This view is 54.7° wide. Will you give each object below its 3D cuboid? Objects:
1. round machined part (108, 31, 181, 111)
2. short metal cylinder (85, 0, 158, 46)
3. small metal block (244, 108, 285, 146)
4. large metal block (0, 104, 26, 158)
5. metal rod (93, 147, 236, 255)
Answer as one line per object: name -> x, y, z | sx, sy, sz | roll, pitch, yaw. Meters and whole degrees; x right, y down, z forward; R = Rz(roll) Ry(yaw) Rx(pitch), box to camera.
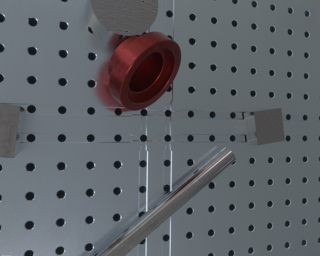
round machined part -> -0.023, -0.072, 0.376 | 0.098, 0.098, 0.042 | -42, 65, -15
short metal cylinder -> -0.048, -0.147, 0.381 | 0.081, 0.050, 0.079 | 0, 90, -20
small metal block -> 0.159, -0.002, 0.471 | 0.050, 0.025, 0.050 | -8, 93, -20
large metal block -> -0.186, -0.001, 0.315 | 0.081, 0.080, 0.050 | 7, 88, -20
metal rod -> -0.015, 0.124, 0.407 | 0.301, 0.025, 0.025 | -37, 102, -16
